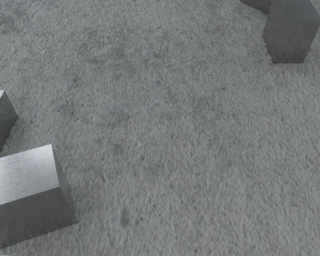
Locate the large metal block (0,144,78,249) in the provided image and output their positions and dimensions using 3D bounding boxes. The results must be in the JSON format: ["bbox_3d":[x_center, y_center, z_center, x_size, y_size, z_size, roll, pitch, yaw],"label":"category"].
[{"bbox_3d":[-0.135,0.070,0.307,0.081,0.080,0.050,-16,52,-13],"label":"large metal block"}]

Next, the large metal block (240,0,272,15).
[{"bbox_3d":[0.223,-0.275,0.621,0.080,0.050,0.080,-33,58,-25],"label":"large metal block"}]

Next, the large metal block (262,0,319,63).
[{"bbox_3d":[0.211,-0.163,0.507,0.050,0.080,0.080,0,50,-1],"label":"large metal block"}]

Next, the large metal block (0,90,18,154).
[{"bbox_3d":[-0.240,-0.003,0.387,0.080,0.050,0.080,3,50,2],"label":"large metal block"}]
